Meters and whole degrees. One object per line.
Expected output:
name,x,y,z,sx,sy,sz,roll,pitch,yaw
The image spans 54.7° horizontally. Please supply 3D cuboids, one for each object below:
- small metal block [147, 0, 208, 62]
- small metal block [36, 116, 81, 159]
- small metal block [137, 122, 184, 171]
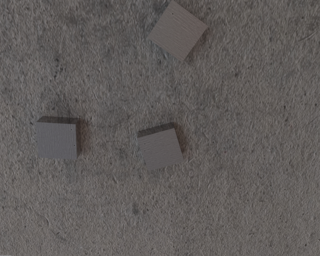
small metal block,0.020,-0.115,0.367,0.050,0.025,0.050,33,107,-12
small metal block,-0.134,0.013,0.413,0.050,0.025,0.050,3,110,-2
small metal block,0.001,0.025,0.419,0.050,0.025,0.050,-15,110,5
